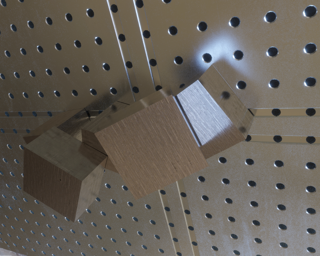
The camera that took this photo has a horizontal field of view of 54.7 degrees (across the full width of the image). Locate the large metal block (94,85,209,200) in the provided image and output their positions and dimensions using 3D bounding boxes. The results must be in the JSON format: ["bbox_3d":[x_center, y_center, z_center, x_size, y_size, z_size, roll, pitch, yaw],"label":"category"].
[{"bbox_3d":[-0.007,0.014,0.317,0.080,0.050,0.080,-27,106,7],"label":"large metal block"}]

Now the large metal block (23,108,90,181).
[{"bbox_3d":[-0.139,0.026,0.462,0.050,0.080,0.080,-6,115,31],"label":"large metal block"}]

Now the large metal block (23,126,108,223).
[{"bbox_3d":[-0.120,0.058,0.387,0.080,0.050,0.079,28,128,11],"label":"large metal block"}]

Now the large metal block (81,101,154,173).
[{"bbox_3d":[-0.043,0.013,0.404,0.080,0.080,0.050,17,125,18],"label":"large metal block"}]

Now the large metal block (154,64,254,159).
[{"bbox_3d":[0.048,-0.013,0.361,0.080,0.050,0.080,-34,100,38],"label":"large metal block"}]
